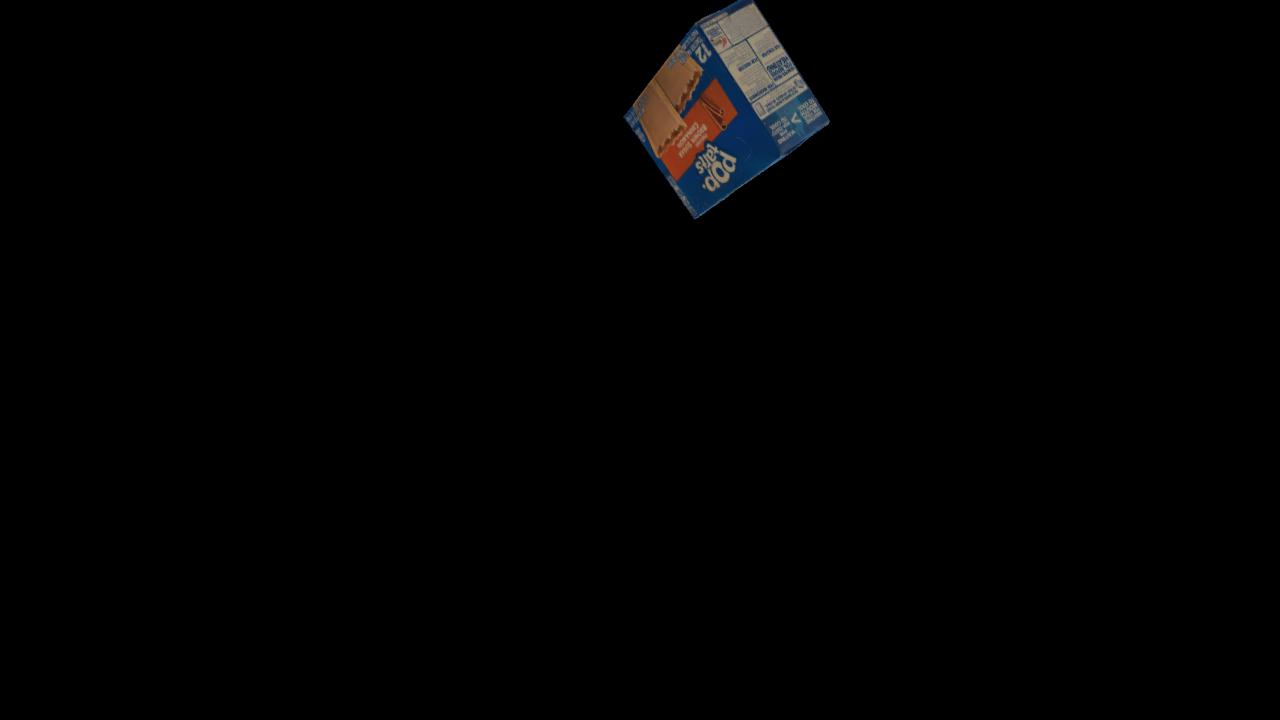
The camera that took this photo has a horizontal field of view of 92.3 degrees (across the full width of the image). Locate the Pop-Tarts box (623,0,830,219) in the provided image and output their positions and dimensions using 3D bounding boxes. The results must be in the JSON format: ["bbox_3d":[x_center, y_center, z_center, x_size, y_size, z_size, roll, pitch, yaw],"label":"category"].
[{"bbox_3d":[0.081,-0.248,0.632,0.083,0.141,0.167,-40,9,-23],"label":"Pop-Tarts box"}]
